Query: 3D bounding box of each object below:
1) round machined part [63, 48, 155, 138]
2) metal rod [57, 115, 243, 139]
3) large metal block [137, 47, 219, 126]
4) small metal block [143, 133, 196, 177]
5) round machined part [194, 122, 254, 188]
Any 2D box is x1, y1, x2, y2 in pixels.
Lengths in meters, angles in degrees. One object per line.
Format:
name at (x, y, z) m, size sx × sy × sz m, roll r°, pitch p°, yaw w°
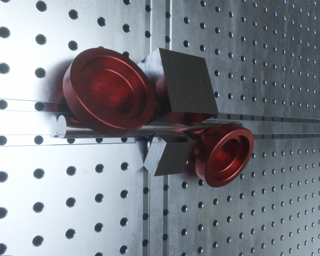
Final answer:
round machined part at (-0.057, -0.034, 0.334) m, size 0.099 × 0.042 × 0.098 m, roll 21°, pitch 52°, yaw -29°
metal rod at (0.013, 0.000, 0.421) m, size 0.302 × 0.025 × 0.025 m, roll 0°, pitch 90°, yaw -40°
large metal block at (0.021, -0.048, 0.396) m, size 0.081 × 0.050 × 0.080 m, roll 1°, pitch 71°, yaw -40°
small metal block at (0.012, 0.034, 0.407) m, size 0.050 × 0.025 × 0.050 m, roll 1°, pitch 118°, yaw -40°
round machined part at (0.089, 0.036, 0.457) m, size 0.099 × 0.042 × 0.097 m, roll -21°, pitch 127°, yaw -29°
